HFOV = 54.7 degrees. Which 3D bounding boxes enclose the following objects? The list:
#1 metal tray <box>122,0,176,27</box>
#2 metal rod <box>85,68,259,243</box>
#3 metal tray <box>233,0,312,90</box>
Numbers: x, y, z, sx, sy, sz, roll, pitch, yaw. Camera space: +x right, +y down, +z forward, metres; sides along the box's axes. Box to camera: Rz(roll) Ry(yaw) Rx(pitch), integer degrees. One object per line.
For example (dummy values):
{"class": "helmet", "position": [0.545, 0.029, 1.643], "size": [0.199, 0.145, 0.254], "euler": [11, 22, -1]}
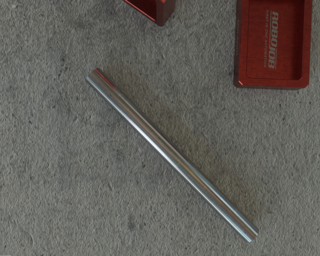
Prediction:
{"class": "metal tray", "position": [-0.042, -0.185, 0.376], "size": [0.130, 0.090, 0.030], "euler": [35, 90, -1]}
{"class": "metal rod", "position": [0.016, 0.036, 0.410], "size": [0.025, 0.025, 0.300], "euler": [-45, 91, 0]}
{"class": "metal tray", "position": [0.148, -0.117, 0.409], "size": [0.091, 0.030, 0.129], "euler": [2, 90, -1]}
